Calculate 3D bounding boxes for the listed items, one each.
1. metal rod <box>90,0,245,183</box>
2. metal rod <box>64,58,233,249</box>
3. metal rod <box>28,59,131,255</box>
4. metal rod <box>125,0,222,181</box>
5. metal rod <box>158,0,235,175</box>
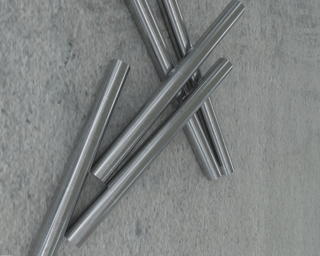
[{"bbox_3d":[0.018,-0.057,0.391,0.300,0.025,0.025,-51,121,-17],"label":"metal rod"},{"bbox_3d":[-0.001,0.015,0.383,0.301,0.025,0.025,-48,119,-22],"label":"metal rod"},{"bbox_3d":[-0.094,0.062,0.327,0.025,0.025,0.299,31,71,-36],"label":"metal rod"},{"bbox_3d":[0.022,-0.053,0.424,0.025,0.025,0.299,-40,115,-33],"label":"metal rod"},{"bbox_3d":[0.054,-0.063,0.452,0.025,0.025,0.299,-35,112,-35],"label":"metal rod"}]
